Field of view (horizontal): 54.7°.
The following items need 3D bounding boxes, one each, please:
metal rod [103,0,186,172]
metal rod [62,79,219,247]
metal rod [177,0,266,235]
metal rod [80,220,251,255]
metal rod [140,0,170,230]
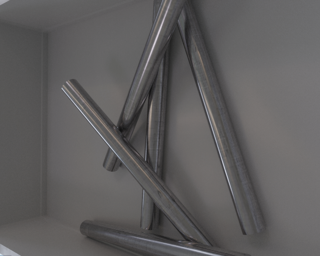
[{"bbox_3d":[-0.022,-0.058,0.390,0.025,0.025,0.298,46,128,30],"label":"metal rod"},{"bbox_3d":[-0.031,0.047,0.395,0.300,0.025,0.025,48,119,16],"label":"metal rod"},{"bbox_3d":[0.060,-0.032,0.357,0.025,0.025,0.299,-25,74,37],"label":"metal rod"},{"bbox_3d":[-0.019,0.146,0.396,0.299,0.025,0.025,-9,84,47],"label":"metal rod"},{"bbox_3d":[-0.005,-0.015,0.411,0.025,0.025,0.298,6,94,40],"label":"metal rod"}]
